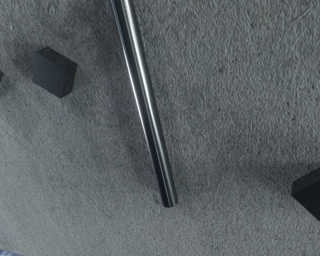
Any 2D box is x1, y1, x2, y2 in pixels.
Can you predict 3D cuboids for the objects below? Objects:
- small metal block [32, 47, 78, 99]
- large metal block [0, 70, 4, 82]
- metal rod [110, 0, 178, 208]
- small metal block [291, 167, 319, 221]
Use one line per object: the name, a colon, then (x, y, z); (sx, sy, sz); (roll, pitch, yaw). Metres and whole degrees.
small metal block: (-0.148, -0.077, 0.435); (0.050, 0.025, 0.050); (31, 128, 8)
large metal block: (-0.313, -0.082, 0.502); (0.080, 0.050, 0.080); (43, 129, -2)
metal rod: (-0.015, -0.019, 0.401); (0.025, 0.025, 0.298); (1, 119, 27)
small metal block: (0.189, 0.075, 0.354); (0.050, 0.025, 0.050); (43, 129, -2)
